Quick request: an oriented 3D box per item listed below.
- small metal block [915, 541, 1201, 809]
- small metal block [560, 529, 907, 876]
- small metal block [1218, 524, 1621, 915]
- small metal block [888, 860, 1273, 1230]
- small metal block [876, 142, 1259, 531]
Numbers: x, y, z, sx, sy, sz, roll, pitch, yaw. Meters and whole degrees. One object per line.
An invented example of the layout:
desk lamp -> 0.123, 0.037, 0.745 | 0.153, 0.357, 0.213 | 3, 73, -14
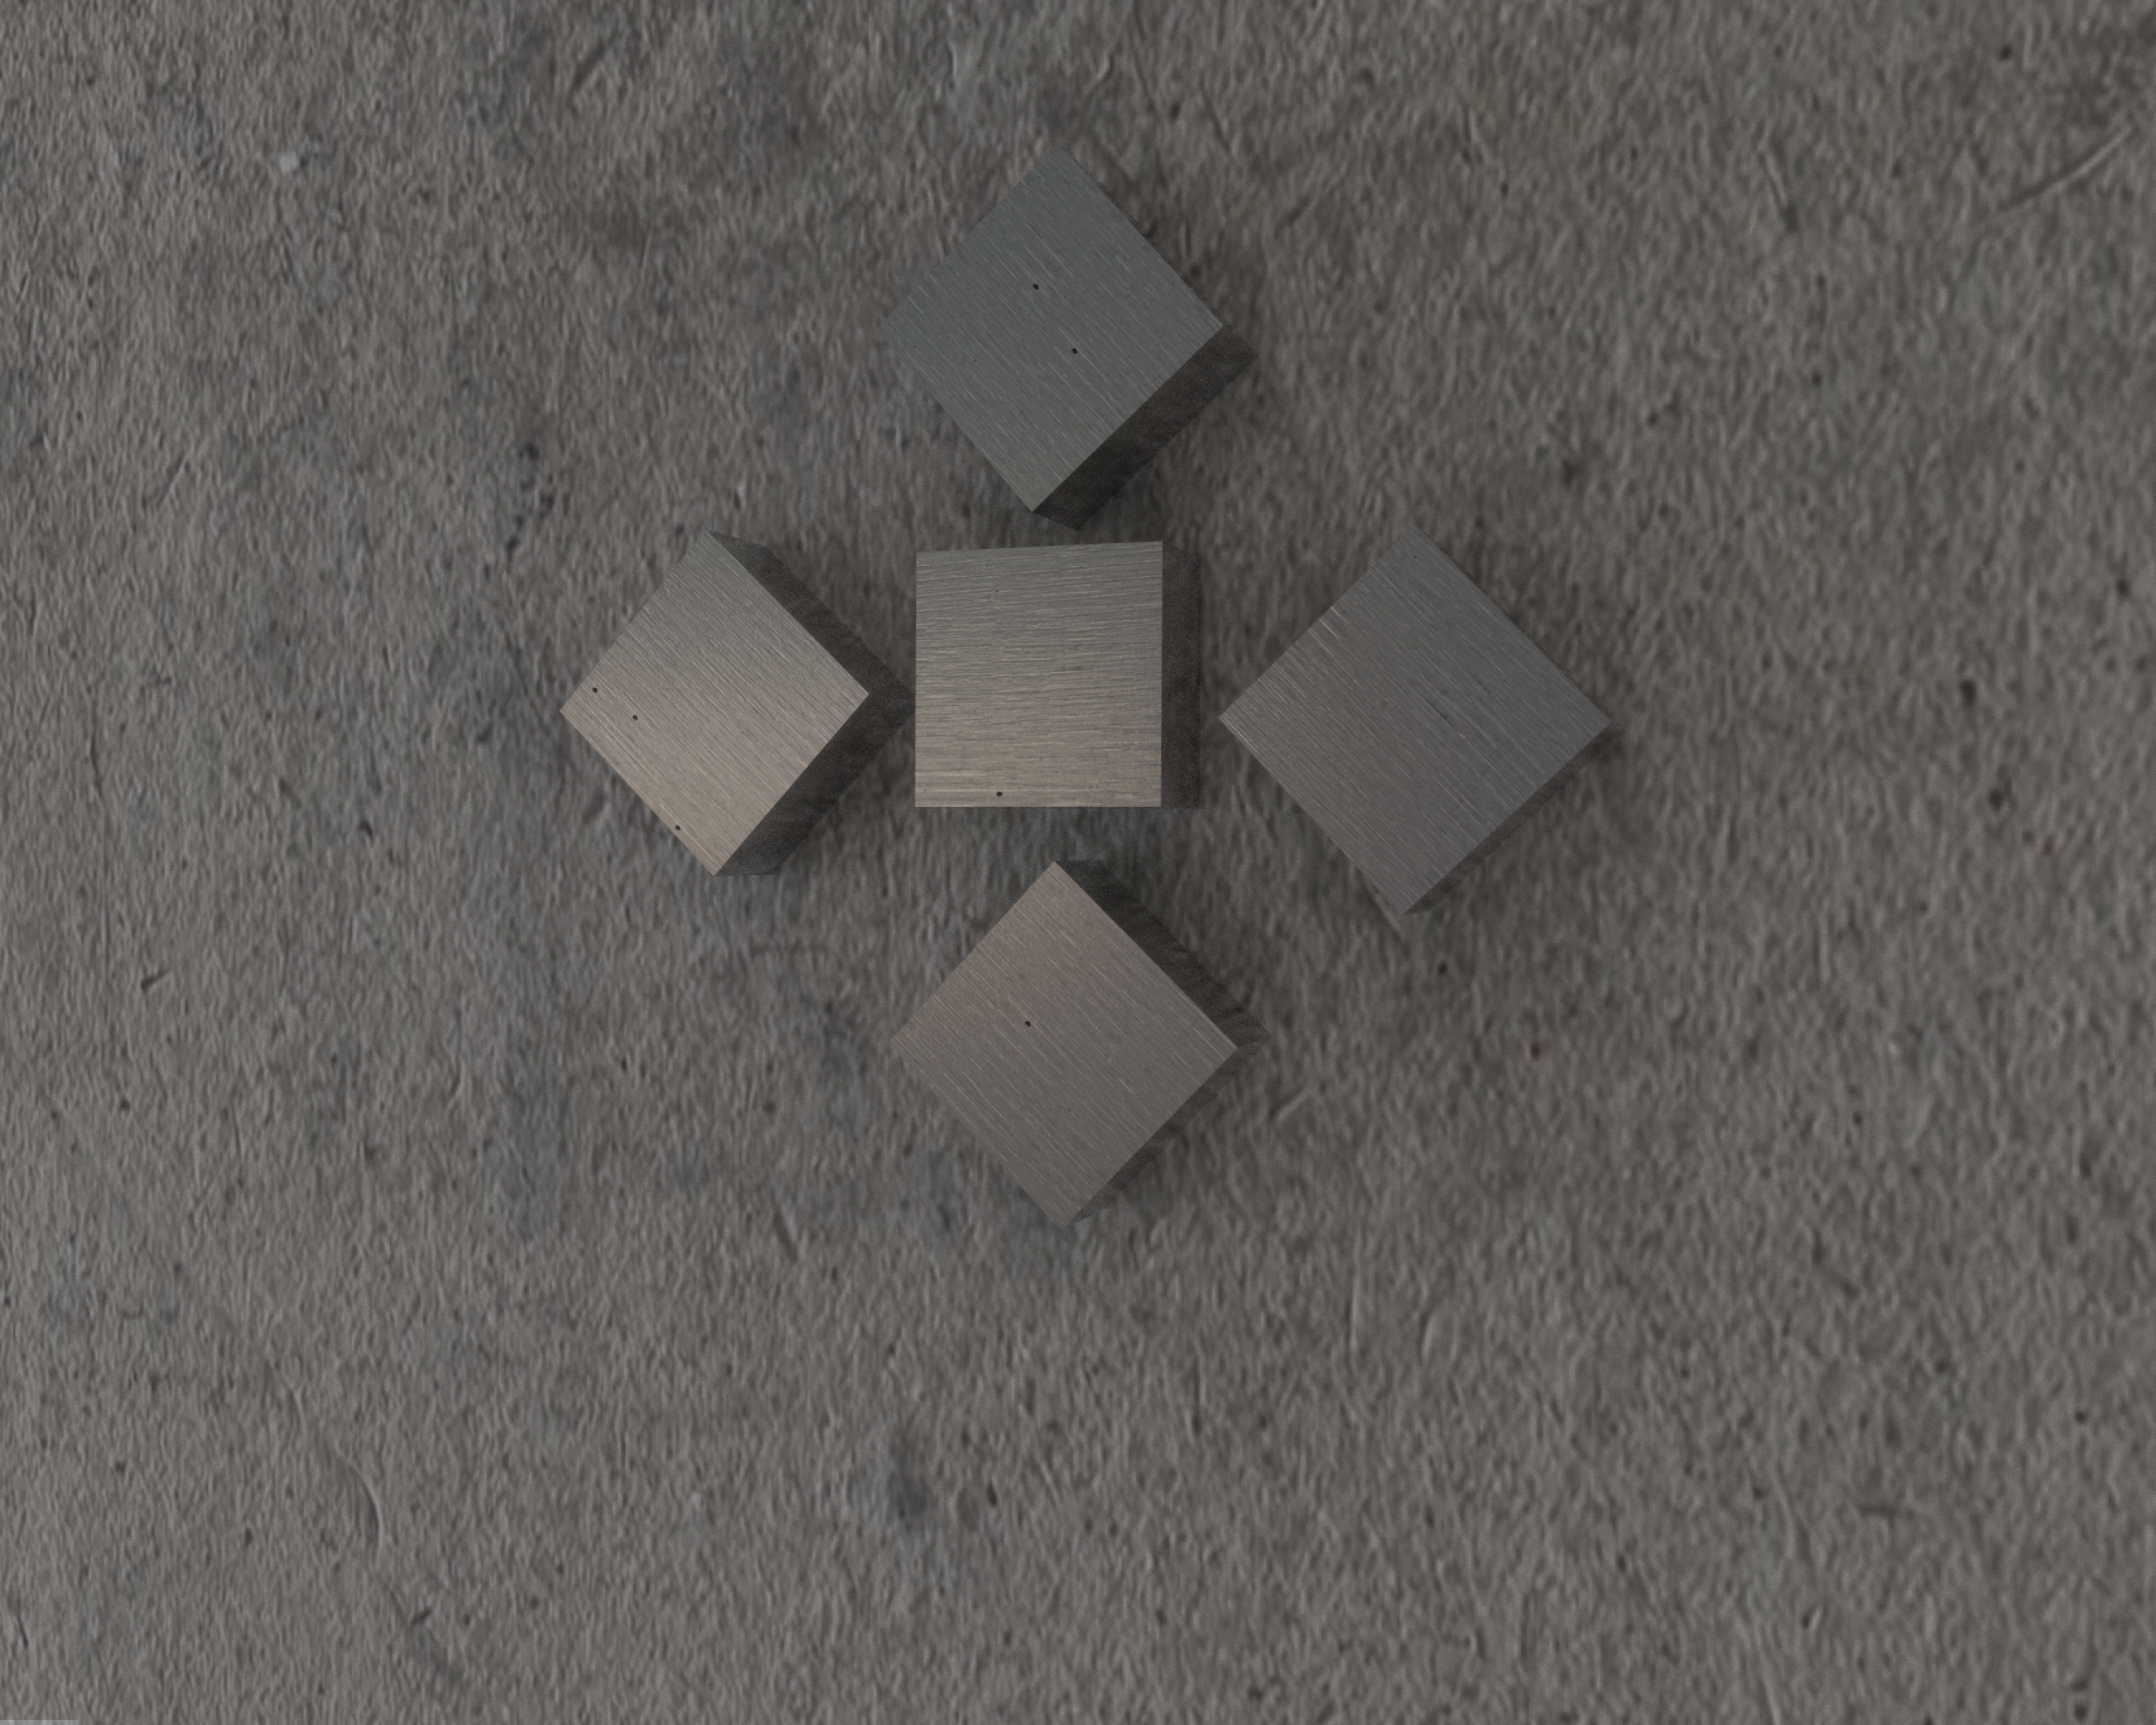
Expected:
small metal block -> -0.004, -0.036, 0.410 | 0.050, 0.025, 0.050 | 0, 90, 20
small metal block -> -0.070, -0.032, 0.434 | 0.050, 0.025, 0.050 | 45, 104, 14
small metal block -> 0.064, -0.026, 0.386 | 0.050, 0.025, 0.050 | -45, 76, 14
small metal block -> 0.001, 0.035, 0.409 | 0.050, 0.025, 0.050 | 46, 104, 14
small metal block -> -0.002, -0.102, 0.410 | 0.050, 0.025, 0.050 | -42, 77, 15
